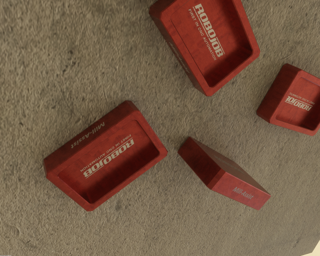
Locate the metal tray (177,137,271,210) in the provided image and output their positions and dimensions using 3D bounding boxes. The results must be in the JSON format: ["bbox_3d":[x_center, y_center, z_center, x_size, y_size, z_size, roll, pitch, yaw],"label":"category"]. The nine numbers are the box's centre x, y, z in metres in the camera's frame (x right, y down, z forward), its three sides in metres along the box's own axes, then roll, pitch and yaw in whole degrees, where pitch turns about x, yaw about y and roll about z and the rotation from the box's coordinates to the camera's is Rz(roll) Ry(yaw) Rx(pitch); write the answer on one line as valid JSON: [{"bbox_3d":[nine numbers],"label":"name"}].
[{"bbox_3d":[0.096,0.068,0.458,0.131,0.090,0.030,29,102,-38],"label":"metal tray"}]

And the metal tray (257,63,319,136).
[{"bbox_3d":[0.228,-0.041,0.501,0.131,0.030,0.089,13,112,-34],"label":"metal tray"}]

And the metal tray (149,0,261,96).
[{"bbox_3d":[0.058,-0.111,0.366,0.090,0.030,0.130,-40,130,-1],"label":"metal tray"}]

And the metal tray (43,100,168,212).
[{"bbox_3d":[-0.065,0.037,0.390,0.130,0.030,0.090,-36,129,-4],"label":"metal tray"}]
